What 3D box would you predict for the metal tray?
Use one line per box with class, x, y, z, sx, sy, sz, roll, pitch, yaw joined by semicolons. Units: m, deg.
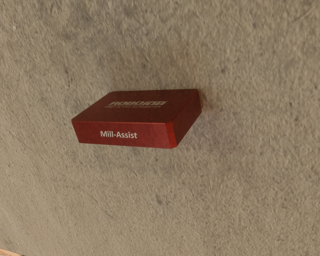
metal tray;-0.026;-0.014;0.370;0.130;0.090;0.030;2;119;27
